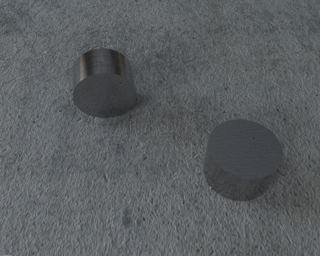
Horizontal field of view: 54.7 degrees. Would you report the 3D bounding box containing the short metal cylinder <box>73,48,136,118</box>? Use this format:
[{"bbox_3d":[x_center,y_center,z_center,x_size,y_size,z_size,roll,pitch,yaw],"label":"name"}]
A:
[{"bbox_3d":[-0.075,-0.059,0.416,0.081,0.080,0.050,-8,51,-6],"label":"short metal cylinder"}]

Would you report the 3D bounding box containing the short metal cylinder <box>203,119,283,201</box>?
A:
[{"bbox_3d":[0.093,0.036,0.357,0.080,0.050,0.080,0,50,0],"label":"short metal cylinder"}]
